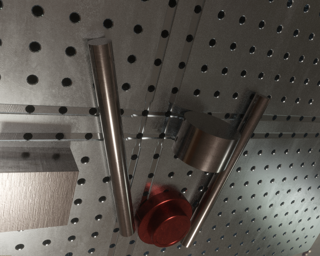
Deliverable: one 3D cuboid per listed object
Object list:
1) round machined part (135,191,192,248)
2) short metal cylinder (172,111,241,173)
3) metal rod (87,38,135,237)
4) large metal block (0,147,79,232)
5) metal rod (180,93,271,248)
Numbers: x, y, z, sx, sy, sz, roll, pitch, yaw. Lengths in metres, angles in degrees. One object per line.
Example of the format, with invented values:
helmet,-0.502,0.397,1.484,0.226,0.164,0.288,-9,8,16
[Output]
round machined part,0.011,0.154,0.504,0.099,0.042,0.097,-14,125,-21
short metal cylinder,0.062,0.017,0.422,0.081,0.080,0.050,6,116,-32
metal rod,-0.057,0.035,0.402,0.025,0.025,0.298,-16,125,-20
large metal block,-0.146,0.069,0.359,0.081,0.050,0.079,3,117,-30
metal rod,0.102,0.081,0.519,0.025,0.025,0.298,9,114,-33
